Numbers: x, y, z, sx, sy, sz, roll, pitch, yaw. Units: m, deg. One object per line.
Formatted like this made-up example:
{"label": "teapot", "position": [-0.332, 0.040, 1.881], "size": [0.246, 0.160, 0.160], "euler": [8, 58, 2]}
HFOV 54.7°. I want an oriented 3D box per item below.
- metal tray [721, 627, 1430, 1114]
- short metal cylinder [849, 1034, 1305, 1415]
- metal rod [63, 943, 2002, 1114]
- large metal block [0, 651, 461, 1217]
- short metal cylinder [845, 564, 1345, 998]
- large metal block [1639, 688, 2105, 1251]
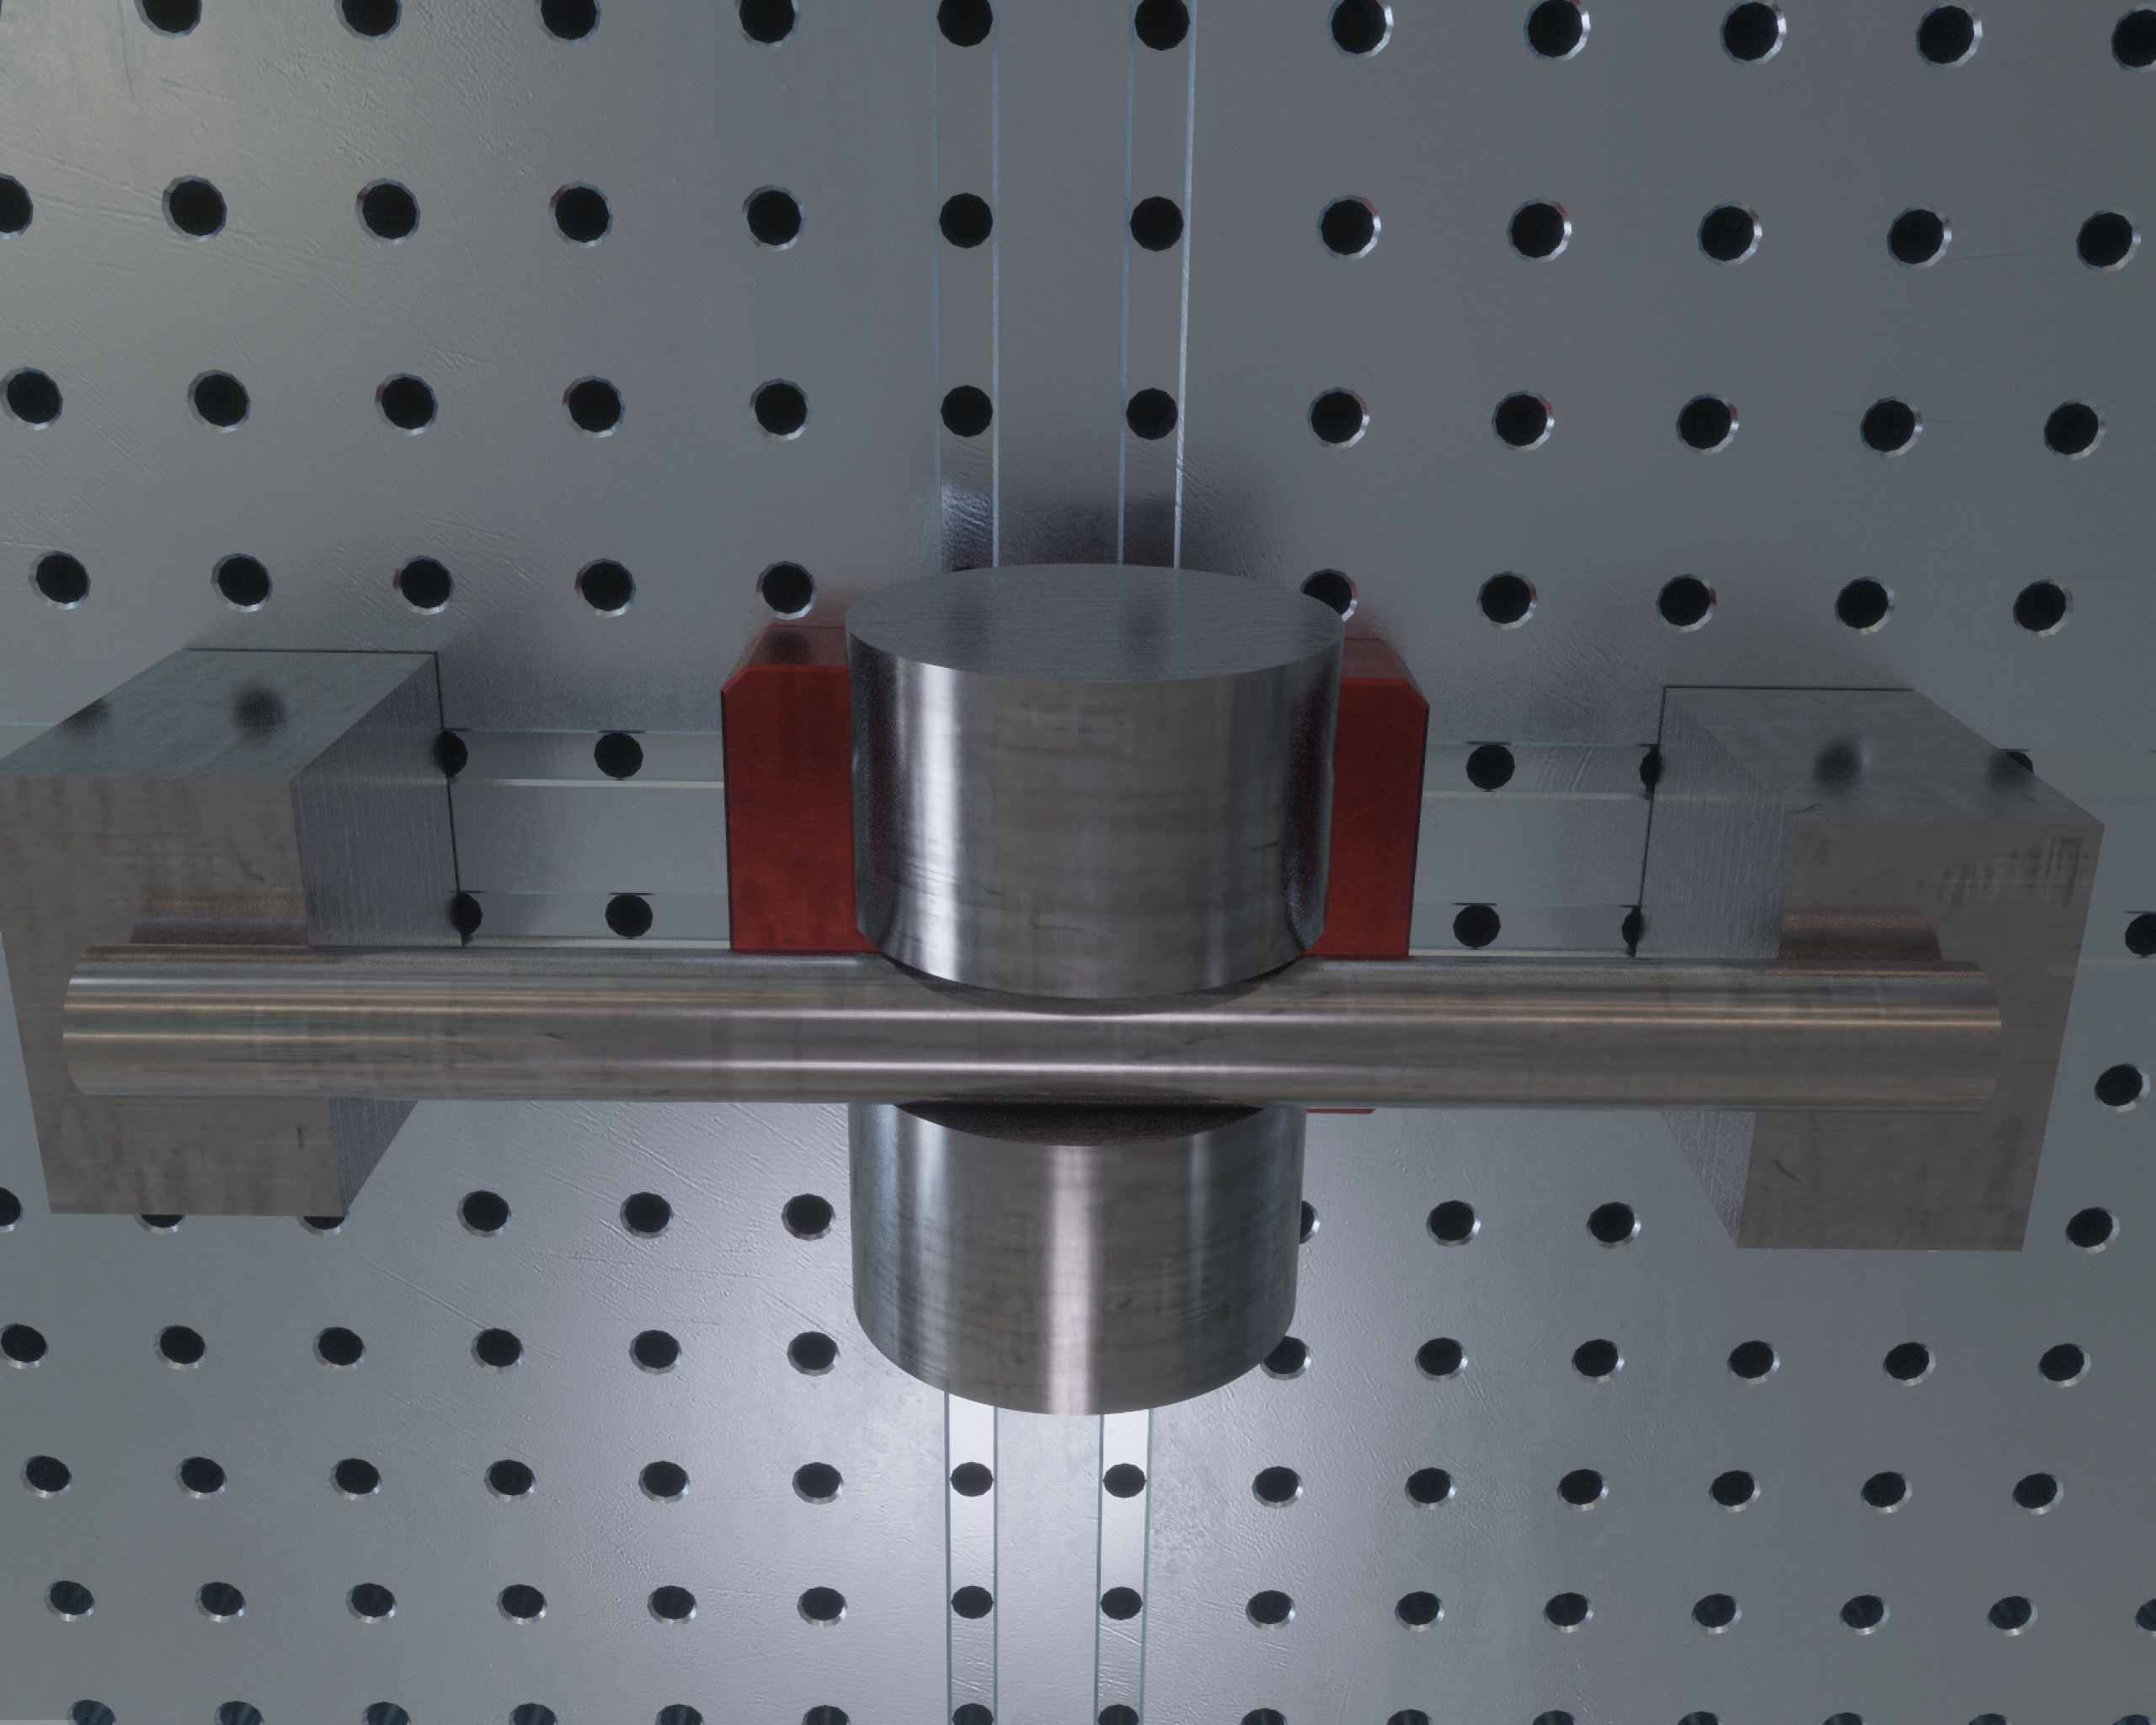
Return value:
{"label": "metal tray", "position": [-0.001, 0.002, 0.411], "size": [0.131, 0.030, 0.089], "euler": [1, 110, -1]}
{"label": "short metal cylinder", "position": [0.000, 0.054, 0.372], "size": [0.081, 0.080, 0.050], "euler": [1, 110, -1]}
{"label": "metal rod", "position": [-0.006, 0.027, 0.337], "size": [0.302, 0.025, 0.025], "euler": [1, 110, -1]}
{"label": "large metal block", "position": [-0.152, 0.010, 0.385], "size": [0.050, 0.080, 0.079], "euler": [1, 110, 0]}
{"label": "short metal cylinder", "position": [0.002, -0.017, 0.346], "size": [0.081, 0.080, 0.050], "euler": [1, 110, -1]}
{"label": "large metal block", "position": [0.141, 0.017, 0.390], "size": [0.050, 0.080, 0.079], "euler": [1, 110, 0]}
